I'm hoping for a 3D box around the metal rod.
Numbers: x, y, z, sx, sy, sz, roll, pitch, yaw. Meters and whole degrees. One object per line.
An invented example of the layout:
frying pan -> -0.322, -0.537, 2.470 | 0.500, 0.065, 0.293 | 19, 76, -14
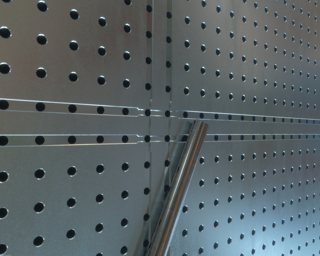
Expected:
metal rod -> 0.009, 0.128, 0.416 | 0.025, 0.025, 0.300 | 33, 70, -35
